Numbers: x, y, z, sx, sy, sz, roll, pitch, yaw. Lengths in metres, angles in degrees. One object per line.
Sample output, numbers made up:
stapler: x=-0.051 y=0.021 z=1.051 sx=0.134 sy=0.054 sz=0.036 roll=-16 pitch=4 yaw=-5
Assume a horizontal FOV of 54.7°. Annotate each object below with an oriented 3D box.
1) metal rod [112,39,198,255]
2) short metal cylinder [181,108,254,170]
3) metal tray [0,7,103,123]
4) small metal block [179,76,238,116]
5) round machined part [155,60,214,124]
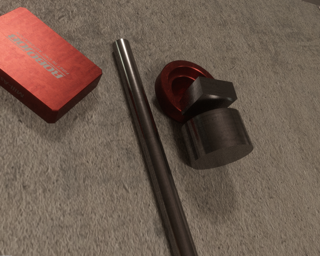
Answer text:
metal rod: x=-0.014 y=0.011 z=0.391 sx=0.025 sy=0.025 sz=0.299 roll=-4 pitch=64 yaw=-31
short metal cylinder: x=0.073 y=0.016 z=0.400 sx=0.081 sy=0.080 sz=0.050 roll=-1 pitch=63 yaw=-29
metal tray: x=-0.147 y=-0.077 z=0.369 sx=0.130 sy=0.030 sz=0.090 roll=39 pitch=51 yaw=-2
small metal block: x=0.059 y=-0.037 z=0.390 sx=0.050 sy=0.050 sz=0.025 roll=5 pitch=60 yaw=-26
round machined part: x=0.037 y=-0.045 z=0.442 sx=0.099 sy=0.042 sz=0.098 roll=14 pitch=56 yaw=-21
